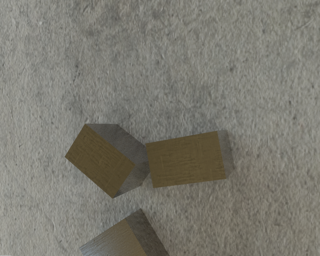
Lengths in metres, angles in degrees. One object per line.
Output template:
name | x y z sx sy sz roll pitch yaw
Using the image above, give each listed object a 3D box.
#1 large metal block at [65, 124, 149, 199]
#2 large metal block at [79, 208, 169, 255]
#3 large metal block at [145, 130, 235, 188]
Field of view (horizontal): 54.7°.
large metal block | -0.058 0.038 0.399 0.080 0.080 0.050 37 102 16
large metal block | -0.045 0.167 0.410 0.080 0.050 0.080 -36 79 16
large metal block | 0.039 0.034 0.365 0.080 0.080 0.050 -11 87 19
